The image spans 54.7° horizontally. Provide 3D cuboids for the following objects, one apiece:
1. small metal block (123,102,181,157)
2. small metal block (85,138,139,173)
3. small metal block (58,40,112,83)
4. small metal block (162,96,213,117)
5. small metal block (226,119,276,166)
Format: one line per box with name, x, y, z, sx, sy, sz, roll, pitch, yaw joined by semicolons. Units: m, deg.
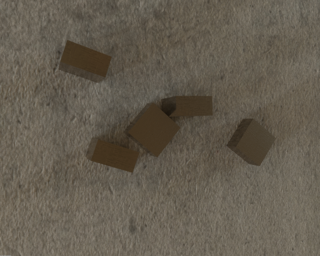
small metal block;-0.010;0.002;0.406;0.050;0.025;0.050;42;77;-16
small metal block;-0.059;0.032;0.375;0.050;0.050;0.025;20;84;-19
small metal block;-0.089;-0.076;0.363;0.050;0.050;0.025;18;84;-20
small metal block;0.035;-0.028;0.410;0.050;0.050;0.025;-2;91;-20
small metal block;0.136;0.021;0.461;0.050;0.025;0.050;38;78;-17
